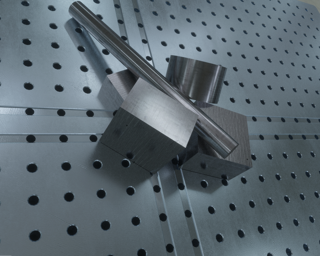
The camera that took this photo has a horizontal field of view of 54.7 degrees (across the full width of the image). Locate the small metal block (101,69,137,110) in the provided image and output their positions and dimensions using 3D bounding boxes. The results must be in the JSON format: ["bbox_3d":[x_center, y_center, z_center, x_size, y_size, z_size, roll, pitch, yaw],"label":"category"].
[{"bbox_3d":[-0.042,-0.051,0.418,0.050,0.025,0.050,-27,77,-37],"label":"small metal block"}]

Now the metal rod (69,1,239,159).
[{"bbox_3d":[-0.019,-0.073,0.405,0.300,0.025,0.025,44,50,17],"label":"metal rod"}]

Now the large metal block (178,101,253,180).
[{"bbox_3d":[0.073,0.018,0.422,0.081,0.050,0.080,16,55,-19],"label":"large metal block"}]

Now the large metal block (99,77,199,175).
[{"bbox_3d":[-0.015,0.001,0.365,0.080,0.080,0.050,32,51,-8],"label":"large metal block"}]

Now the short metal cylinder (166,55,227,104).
[{"bbox_3d":[0.048,-0.068,0.433,0.081,0.080,0.050,8,102,-24],"label":"short metal cylinder"}]
